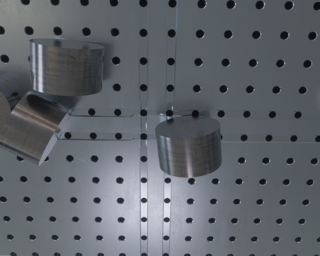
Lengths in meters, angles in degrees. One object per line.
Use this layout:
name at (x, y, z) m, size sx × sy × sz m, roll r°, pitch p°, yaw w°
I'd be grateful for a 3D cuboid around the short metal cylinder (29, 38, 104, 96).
short metal cylinder at (-0.106, -0.072, 0.356) m, size 0.081 × 0.080 × 0.050 m, roll 6°, pitch 110°, yaw -3°

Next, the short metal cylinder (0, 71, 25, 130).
short metal cylinder at (-0.216, -0.029, 0.387) m, size 0.081 × 0.050 × 0.079 m, roll 0°, pitch 110°, yaw 0°

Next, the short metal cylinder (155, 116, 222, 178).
short metal cylinder at (0.037, 0.021, 0.392) m, size 0.080 × 0.080 × 0.050 m, roll -6°, pitch 110°, yaw 2°

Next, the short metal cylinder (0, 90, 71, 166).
short metal cylinder at (-0.152, 0.000, 0.382) m, size 0.050 × 0.080 × 0.080 m, roll 28°, pitch 108°, yaw -10°
